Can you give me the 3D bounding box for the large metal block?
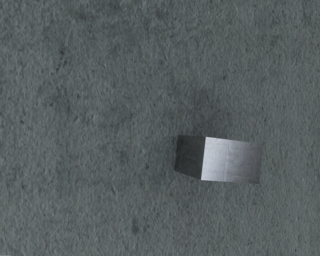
[{"bbox_3d":[0.074,0.039,0.407,0.081,0.080,0.050,7,88,-20],"label":"large metal block"}]
